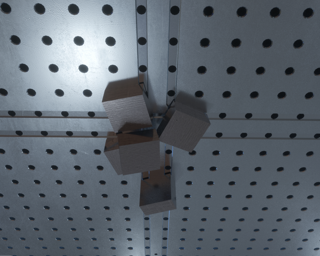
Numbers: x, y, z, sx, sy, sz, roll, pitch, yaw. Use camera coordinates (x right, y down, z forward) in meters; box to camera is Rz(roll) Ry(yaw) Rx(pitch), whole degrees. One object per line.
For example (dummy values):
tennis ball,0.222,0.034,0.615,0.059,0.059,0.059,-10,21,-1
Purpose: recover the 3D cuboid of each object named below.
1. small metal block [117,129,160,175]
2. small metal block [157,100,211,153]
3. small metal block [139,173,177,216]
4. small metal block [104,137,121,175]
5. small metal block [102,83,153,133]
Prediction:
small metal block,-0.027,0.031,0.405,0.050,0.025,0.050,-8,127,-10
small metal block,0.030,-0.001,0.406,0.050,0.025,0.050,21,119,-17
small metal block,-0.003,0.103,0.483,0.050,0.050,0.025,-15,129,12
small metal block,-0.045,0.037,0.443,0.050,0.025,0.050,-14,129,11
small metal block,-0.039,-0.024,0.391,0.050,0.025,0.050,-10,130,8
